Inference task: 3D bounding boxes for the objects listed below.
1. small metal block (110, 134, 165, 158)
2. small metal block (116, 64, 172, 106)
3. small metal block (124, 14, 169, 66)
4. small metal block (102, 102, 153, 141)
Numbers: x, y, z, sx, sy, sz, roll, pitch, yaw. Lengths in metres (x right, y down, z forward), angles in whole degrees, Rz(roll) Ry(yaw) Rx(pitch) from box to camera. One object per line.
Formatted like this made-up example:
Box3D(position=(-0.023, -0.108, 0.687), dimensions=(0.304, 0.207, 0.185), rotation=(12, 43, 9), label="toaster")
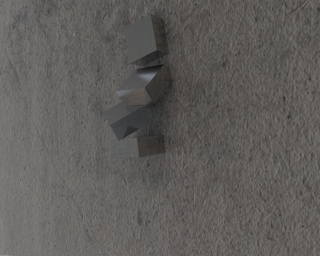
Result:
Box3D(position=(-0.030, 0.024, 0.413), dimensions=(0.050, 0.050, 0.025), rotation=(-6, 90, 40), label="small metal block")
Box3D(position=(-0.020, -0.055, 0.403), dimensions=(0.050, 0.050, 0.025), rotation=(0, 133, 40), label="small metal block")
Box3D(position=(-0.019, -0.118, 0.421), dimensions=(0.050, 0.025, 0.050), rotation=(-16, 80, 39), label="small metal block")
Box3D(position=(-0.044, -0.015, 0.412), dimensions=(0.025, 0.050, 0.050), rotation=(64, 170, -29), label="small metal block")
